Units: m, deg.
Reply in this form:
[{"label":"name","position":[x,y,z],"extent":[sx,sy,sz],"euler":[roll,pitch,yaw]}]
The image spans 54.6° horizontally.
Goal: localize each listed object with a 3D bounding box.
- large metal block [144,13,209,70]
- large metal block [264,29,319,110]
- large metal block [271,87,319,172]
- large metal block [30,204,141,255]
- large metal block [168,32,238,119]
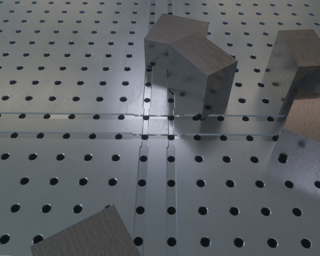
[{"label":"large metal block","position":[0.028,-0.138,0.508],"extent":[0.080,0.050,0.080],"euler":[17,52,14]},{"label":"large metal block","position":[0.195,-0.083,0.443],"extent":[0.050,0.080,0.080],"euler":[-3,50,-3]},{"label":"large metal block","position":[0.197,0.004,0.389],"extent":[0.080,0.050,0.080],"euler":[23,54,18]},{"label":"large metal block","position":[-0.059,0.131,0.281],"extent":[0.081,0.050,0.080],"euler":[-24,54,-19]},{"label":"large metal block","position":[0.055,-0.073,0.434],"extent":[0.050,0.080,0.080],"euler":[-29,56,-22]}]
